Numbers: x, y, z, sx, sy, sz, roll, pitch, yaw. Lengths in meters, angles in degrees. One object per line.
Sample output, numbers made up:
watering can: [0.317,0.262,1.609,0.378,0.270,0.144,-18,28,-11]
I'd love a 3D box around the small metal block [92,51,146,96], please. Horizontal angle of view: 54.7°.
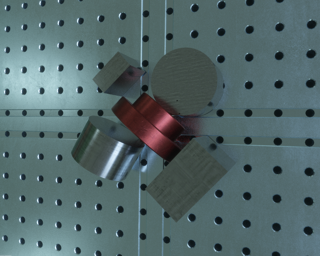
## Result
small metal block: [-0.054,-0.071,0.417,0.050,0.050,0.025,-44,77,14]

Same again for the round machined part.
round machined part: [-0.008,-0.006,0.376,0.098,0.098,0.042,43,91,14]

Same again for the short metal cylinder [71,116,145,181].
short metal cylinder: [-0.067,0.025,0.405,0.080,0.080,0.050,33,101,16]

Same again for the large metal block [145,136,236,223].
large metal block: [0.040,0.056,0.369,0.050,0.080,0.080,45,104,14]

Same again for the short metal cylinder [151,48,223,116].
short metal cylinder: [0.035,-0.054,0.386,0.080,0.050,0.079,0,90,19]
